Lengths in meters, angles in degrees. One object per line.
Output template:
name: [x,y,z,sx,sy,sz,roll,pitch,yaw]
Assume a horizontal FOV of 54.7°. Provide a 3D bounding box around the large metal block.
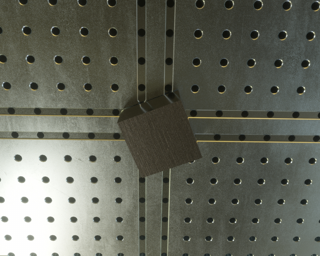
large metal block: [0.001,0.007,0.400,0.080,0.050,0.080,-20,109,6]
